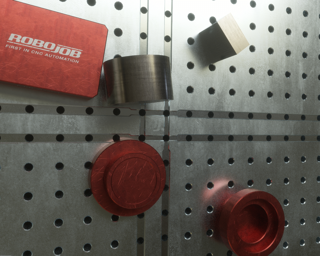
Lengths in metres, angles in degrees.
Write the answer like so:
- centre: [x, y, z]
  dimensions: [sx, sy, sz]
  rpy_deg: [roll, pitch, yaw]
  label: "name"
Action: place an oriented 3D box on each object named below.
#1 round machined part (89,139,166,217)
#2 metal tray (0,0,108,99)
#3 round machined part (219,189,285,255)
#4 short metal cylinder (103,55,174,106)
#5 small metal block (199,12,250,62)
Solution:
- centre: [-0.037, 0.063, 0.391]
  dimensions: [0.099, 0.042, 0.097]
  rpy_deg: [0, 90, -20]
  label: "round machined part"
- centre: [-0.134, -0.089, 0.361]
  dimensions: [0.131, 0.030, 0.089]
  rpy_deg: [10, 87, -20]
  label: "metal tray"
- centre: [0.129, 0.137, 0.453]
  dimensions: [0.099, 0.042, 0.097]
  rpy_deg: [0, 90, -21]
  label: "round machined part"
- centre: [-0.026, -0.055, 0.375]
  dimensions: [0.081, 0.080, 0.050]
  rpy_deg: [-6, 93, -20]
  label: "short metal cylinder"
- centre: [0.089, -0.125, 0.434]
  dimensions: [0.025, 0.050, 0.050]
  rpy_deg: [-39, 103, -16]
  label: "small metal block"
